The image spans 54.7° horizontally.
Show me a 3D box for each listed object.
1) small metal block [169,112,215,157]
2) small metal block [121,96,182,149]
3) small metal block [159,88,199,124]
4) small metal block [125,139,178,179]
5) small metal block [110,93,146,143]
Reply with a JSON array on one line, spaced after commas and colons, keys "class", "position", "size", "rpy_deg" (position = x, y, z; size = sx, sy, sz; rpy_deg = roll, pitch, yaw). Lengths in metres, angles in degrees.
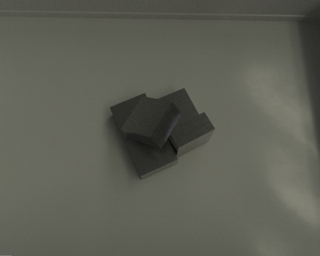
[{"class": "small metal block", "position": [0.037, 0.010, 0.391], "size": [0.050, 0.050, 0.025], "rpy_deg": [-27, 73, -10]}, {"class": "small metal block", "position": [-0.010, -0.008, 0.371], "size": [0.050, 0.025, 0.050], "rpy_deg": [15, 66, 42]}, {"class": "small metal block", "position": [0.020, -0.019, 0.415], "size": [0.050, 0.025, 0.050], "rpy_deg": [-24, 72, -9]}, {"class": "small metal block", "position": [-0.011, 0.031, 0.397], "size": [0.050, 0.025, 0.050], "rpy_deg": [-24, 72, -9]}, {"class": "small metal block", "position": [-0.032, -0.011, 0.412], "size": [0.050, 0.025, 0.050], "rpy_deg": [-24, 72, -9]}]
